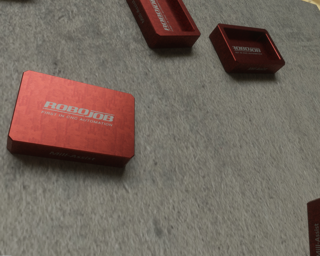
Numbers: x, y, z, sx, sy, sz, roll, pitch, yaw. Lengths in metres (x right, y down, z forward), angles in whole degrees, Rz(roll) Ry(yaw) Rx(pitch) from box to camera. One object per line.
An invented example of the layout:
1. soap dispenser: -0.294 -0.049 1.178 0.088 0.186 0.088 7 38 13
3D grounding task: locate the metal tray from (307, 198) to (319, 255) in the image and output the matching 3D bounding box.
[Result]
1. metal tray: 0.257 0.173 0.436 0.090 0.030 0.130 26 52 -13

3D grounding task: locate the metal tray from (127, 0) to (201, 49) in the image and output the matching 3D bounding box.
1. metal tray: 0.002 -0.195 0.522 0.091 0.030 0.130 -12 68 -33

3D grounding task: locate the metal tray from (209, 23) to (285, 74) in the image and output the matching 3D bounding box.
1. metal tray: 0.165 -0.147 0.581 0.131 0.030 0.090 -5 65 -31

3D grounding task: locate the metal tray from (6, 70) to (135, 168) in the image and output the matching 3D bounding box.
1. metal tray: -0.095 -0.009 0.355 0.131 0.030 0.090 11 57 -23
